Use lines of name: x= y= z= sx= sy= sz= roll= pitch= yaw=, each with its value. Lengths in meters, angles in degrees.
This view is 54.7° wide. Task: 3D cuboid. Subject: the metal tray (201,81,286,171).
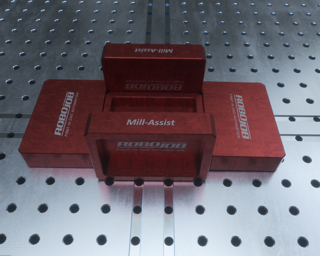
metal tray: x=0.102 y=-0.007 z=0.409 sx=0.091 sy=0.030 sz=0.130 roll=2 pitch=50 yaw=-1

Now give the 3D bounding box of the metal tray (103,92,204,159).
metal tray: x=-0.009 y=-0.005 z=0.406 sx=0.131 sy=0.030 sz=0.090 roll=1 pitch=50 yaw=0

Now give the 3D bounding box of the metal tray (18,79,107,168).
metal tray: x=-0.120 y=-0.010 z=0.411 sx=0.091 sy=0.030 sz=0.130 roll=1 pitch=50 yaw=0

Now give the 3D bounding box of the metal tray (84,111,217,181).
metal tray: x=-0.010 y=0.023 z=0.344 sx=0.131 sy=0.089 sz=0.030 roll=1 pitch=50 yaw=0

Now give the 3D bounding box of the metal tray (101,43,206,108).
metal tray: x=-0.008 y=-0.069 z=0.423 sx=0.131 sy=0.089 sz=0.030 roll=1 pitch=50 yaw=0
